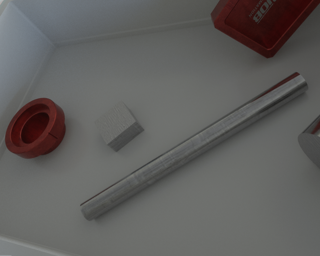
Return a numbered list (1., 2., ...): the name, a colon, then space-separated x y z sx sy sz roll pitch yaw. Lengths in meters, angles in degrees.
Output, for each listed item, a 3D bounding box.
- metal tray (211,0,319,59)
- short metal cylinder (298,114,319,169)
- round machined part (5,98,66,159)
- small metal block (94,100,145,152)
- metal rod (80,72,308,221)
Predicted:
1. metal tray: 0.131 -0.155 0.351 0.129 0.091 0.030 -54 22 33
2. short metal cylinder: 0.172 0.015 0.271 0.050 0.080 0.080 -45 51 -3
3. round machined part: -0.190 0.004 0.489 0.098 0.042 0.098 -13 56 20
4. small metal block: -0.058 -0.003 0.436 0.050 0.025 0.050 -39 51 2
5. metal rod: 0.035 0.026 0.370 0.300 0.025 0.025 -32 52 7
